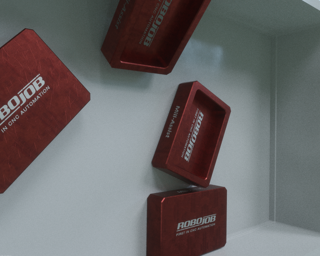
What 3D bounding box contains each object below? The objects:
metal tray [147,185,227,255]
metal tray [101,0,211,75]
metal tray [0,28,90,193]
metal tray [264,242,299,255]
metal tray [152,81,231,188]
[{"bbox_3d":[0.042,0.133,0.439,0.131,0.030,0.089,1,89,-40],"label":"metal tray"},{"bbox_3d":[-0.001,-0.124,0.347,0.091,0.030,0.129,0,134,-39],"label":"metal tray"},{"bbox_3d":[-0.139,-0.017,0.287,0.090,0.030,0.130,51,60,-28],"label":"metal tray"},{"bbox_3d":[0.223,0.286,0.592,0.131,0.030,0.089,-10,96,-40],"label":"metal tray"},{"bbox_3d":[0.049,0.010,0.443,0.090,0.030,0.130,31,71,-36],"label":"metal tray"}]
